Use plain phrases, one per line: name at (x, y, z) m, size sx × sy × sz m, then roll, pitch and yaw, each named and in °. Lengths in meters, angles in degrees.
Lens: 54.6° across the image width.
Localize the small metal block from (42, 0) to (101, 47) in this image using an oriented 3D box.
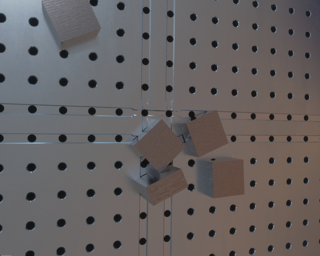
small metal block at (-0.107, -0.132, 0.373) m, size 0.050 × 0.025 × 0.050 m, roll -27°, pitch 99°, yaw -18°

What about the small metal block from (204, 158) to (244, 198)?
small metal block at (0.092, 0.071, 0.446) m, size 0.050 × 0.025 × 0.050 m, roll -2°, pitch 91°, yaw -20°

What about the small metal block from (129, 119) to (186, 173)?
small metal block at (-0.003, 0.023, 0.411) m, size 0.050 × 0.025 × 0.050 m, roll -44°, pitch 104°, yaw -15°

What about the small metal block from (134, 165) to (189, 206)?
small metal block at (0.001, 0.071, 0.400) m, size 0.050 × 0.050 × 0.025 m, roll -25°, pitch 99°, yaw -18°

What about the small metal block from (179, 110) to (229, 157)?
small metal block at (0.061, 0.007, 0.435) m, size 0.050 × 0.025 × 0.050 m, roll -23°, pitch 98°, yaw -19°
